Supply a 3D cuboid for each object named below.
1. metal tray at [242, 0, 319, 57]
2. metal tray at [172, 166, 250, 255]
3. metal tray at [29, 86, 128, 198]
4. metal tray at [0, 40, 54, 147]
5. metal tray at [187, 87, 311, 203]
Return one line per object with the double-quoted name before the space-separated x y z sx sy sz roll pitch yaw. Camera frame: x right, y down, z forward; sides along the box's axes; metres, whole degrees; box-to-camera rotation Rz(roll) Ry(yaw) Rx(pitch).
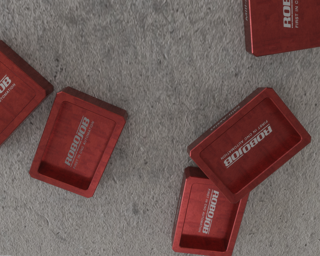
"metal tray" 0.142 -0.154 0.352 0.090 0.030 0.129 -9 110 3
"metal tray" 0.071 0.125 0.453 0.091 0.030 0.129 8 110 -3
"metal tray" -0.109 0.021 0.413 0.090 0.030 0.129 23 108 -9
"metal tray" -0.213 -0.034 0.392 0.130 0.030 0.090 -42 105 14
"metal tray" 0.112 0.021 0.396 0.130 0.030 0.090 -40 97 3
